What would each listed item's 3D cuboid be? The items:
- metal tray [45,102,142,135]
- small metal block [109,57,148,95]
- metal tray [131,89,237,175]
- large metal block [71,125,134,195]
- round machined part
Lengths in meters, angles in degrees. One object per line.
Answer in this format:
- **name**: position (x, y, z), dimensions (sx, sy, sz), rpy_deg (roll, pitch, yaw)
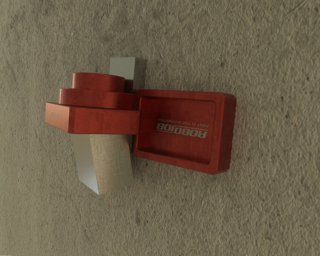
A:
- **metal tray**: position (-0.094, -0.015, 0.417), dimensions (0.130, 0.091, 0.030), rpy_deg (12, 99, 57)
- **small metal block**: position (-0.047, -0.074, 0.443), dimensions (0.050, 0.025, 0.050), rpy_deg (9, 95, 39)
- **metal tray**: position (0.024, 0.000, 0.382), dimensions (0.130, 0.030, 0.089), rpy_deg (8, 95, 39)
- **large metal block**: position (-0.082, 0.037, 0.431), dimensions (0.080, 0.050, 0.079), rpy_deg (11, 111, 57)
- **round machined part**: position (-0.082, -0.049, 0.410), dimensions (0.098, 0.099, 0.042), rpy_deg (8, 95, 39)
